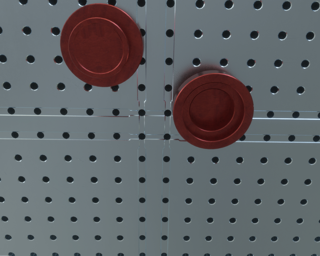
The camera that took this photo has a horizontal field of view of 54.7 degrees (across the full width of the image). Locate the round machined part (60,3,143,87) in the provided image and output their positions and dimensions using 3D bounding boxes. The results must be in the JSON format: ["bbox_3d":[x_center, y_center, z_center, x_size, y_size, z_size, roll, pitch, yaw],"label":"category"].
[{"bbox_3d":[-0.070,-0.096,0.368,0.099,0.042,0.097,0,110,-1],"label":"round machined part"}]

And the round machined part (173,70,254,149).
[{"bbox_3d":[0.065,-0.026,0.396,0.099,0.042,0.097,0,110,-1],"label":"round machined part"}]
